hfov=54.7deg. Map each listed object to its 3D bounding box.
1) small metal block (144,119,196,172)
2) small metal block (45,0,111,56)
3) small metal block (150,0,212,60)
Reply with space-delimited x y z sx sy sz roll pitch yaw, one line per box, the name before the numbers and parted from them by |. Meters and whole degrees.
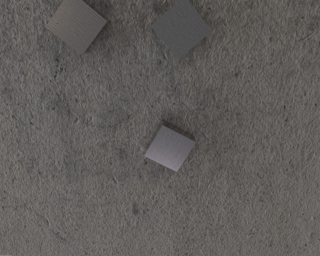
small metal block | 0.013 0.024 0.418 0.050 0.025 0.050 27 108 -10
small metal block | -0.095 -0.122 0.364 0.050 0.025 0.050 38 106 -13
small metal block | 0.024 -0.118 0.366 0.050 0.025 0.050 -38 106 13
